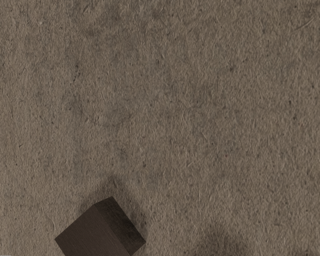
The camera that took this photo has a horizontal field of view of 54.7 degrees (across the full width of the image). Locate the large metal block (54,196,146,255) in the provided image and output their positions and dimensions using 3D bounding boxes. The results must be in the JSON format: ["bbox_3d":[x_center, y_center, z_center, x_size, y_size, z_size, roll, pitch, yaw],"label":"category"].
[{"bbox_3d":[-0.081,0.154,0.423,0.080,0.050,0.080,-43,77,15],"label":"large metal block"}]
